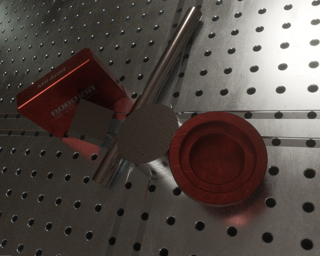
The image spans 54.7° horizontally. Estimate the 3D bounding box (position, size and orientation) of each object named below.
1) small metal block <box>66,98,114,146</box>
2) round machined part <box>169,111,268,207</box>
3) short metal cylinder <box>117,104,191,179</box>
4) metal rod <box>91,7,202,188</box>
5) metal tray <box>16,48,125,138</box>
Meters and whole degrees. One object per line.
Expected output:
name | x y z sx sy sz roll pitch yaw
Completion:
small metal block | -0.100 -0.007 0.444 0.025 0.050 0.050 -37 36 58
round machined part | 0.060 0.035 0.331 0.099 0.042 0.098 -2 68 6
short metal cylinder | -0.005 0.017 0.384 0.080 0.050 0.080 -13 56 20
metal rod | -0.011 -0.055 0.446 0.025 0.025 0.300 16 70 34
metal tray | -0.131 -0.048 0.462 0.130 0.090 0.030 -33 52 6
